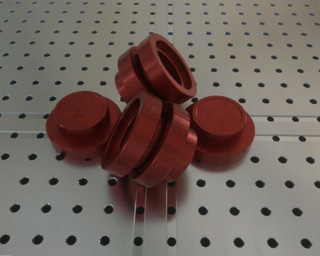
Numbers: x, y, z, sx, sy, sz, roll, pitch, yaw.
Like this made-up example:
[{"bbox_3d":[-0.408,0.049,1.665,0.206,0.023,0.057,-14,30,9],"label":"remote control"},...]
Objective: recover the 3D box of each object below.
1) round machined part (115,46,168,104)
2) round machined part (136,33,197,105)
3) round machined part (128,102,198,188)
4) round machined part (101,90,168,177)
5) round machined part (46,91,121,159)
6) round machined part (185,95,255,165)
[{"bbox_3d":[-0.023,-0.059,0.425,0.042,0.098,0.098,-32,45,26],"label":"round machined part"},{"bbox_3d":[0.003,-0.073,0.413,0.042,0.098,0.098,-32,45,26],"label":"round machined part"},{"bbox_3d":[0.006,0.023,0.353,0.042,0.098,0.098,29,48,-18],"label":"round machined part"},{"bbox_3d":[-0.023,0.010,0.346,0.042,0.098,0.098,28,48,-18],"label":"round machined part"},{"bbox_3d":[-0.099,-0.011,0.405,0.099,0.042,0.098,0,50,0],"label":"round machined part"},{"bbox_3d":[0.074,-0.004,0.401,0.099,0.042,0.098,0,50,0],"label":"round machined part"}]
